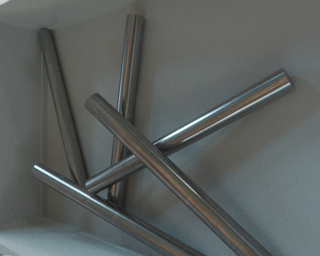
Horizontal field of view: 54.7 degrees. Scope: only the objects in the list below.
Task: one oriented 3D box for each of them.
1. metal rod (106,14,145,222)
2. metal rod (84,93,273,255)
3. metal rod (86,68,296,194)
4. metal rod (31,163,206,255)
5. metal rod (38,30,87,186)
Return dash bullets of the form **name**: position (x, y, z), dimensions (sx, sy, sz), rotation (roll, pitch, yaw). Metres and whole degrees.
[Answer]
- **metal rod**: position (-0.052, -0.009, 0.450), dimensions (0.025, 0.025, 0.298), rotation (12, 97, 39)
- **metal rod**: position (0.020, 0.061, 0.349), dimensions (0.300, 0.025, 0.025), rotation (42, 116, 18)
- **metal rod**: position (0.014, 0.018, 0.376), dimensions (0.299, 0.025, 0.025), rotation (-31, 71, 30)
- **metal rod**: position (-0.075, 0.116, 0.437), dimensions (0.300, 0.025, 0.025), rotation (21, 103, 28)
- **metal rod**: position (-0.175, -0.041, 0.551), dimensions (0.025, 0.025, 0.299), rotation (-28, 72, 36)
